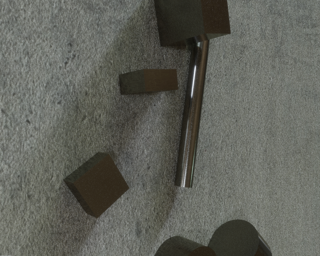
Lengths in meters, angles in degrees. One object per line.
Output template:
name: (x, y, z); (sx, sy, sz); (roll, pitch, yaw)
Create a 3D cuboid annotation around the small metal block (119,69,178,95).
small metal block: (-0.014, -0.056, 0.378); (0.050, 0.050, 0.025); (-9, 96, -40)

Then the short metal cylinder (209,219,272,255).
short metal cylinder: (0.123, 0.190, 0.476); (0.050, 0.080, 0.080); (52, 60, -28)

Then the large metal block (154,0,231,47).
large metal block: (0.040, -0.155, 0.404); (0.050, 0.080, 0.079); (-14, 99, -40)

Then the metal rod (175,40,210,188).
metal rod: (0.053, -0.065, 0.450); (0.025, 0.025, 0.298); (13, 82, -40)

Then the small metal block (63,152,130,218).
small metal block: (-0.070, 0.063, 0.348); (0.050, 0.025, 0.050); (-41, 115, -33)

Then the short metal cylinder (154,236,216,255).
short metal cylinder: (0.034, 0.194, 0.420); (0.081, 0.050, 0.079); (0, 90, -40)
